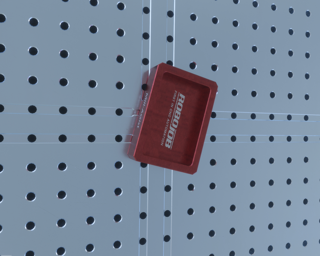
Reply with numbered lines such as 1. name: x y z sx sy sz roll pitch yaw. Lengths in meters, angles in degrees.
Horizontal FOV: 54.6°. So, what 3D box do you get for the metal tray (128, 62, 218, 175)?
1. metal tray: 0.019 -0.011 0.416 0.091 0.030 0.129 17 84 -19
